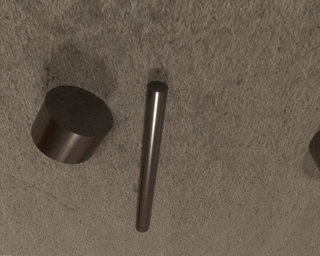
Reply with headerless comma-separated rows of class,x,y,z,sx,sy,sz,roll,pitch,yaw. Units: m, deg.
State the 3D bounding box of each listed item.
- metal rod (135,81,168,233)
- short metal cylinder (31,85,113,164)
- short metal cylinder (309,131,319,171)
metal rod,-0.017,0.064,0.461,0.025,0.025,0.298,4,130,-4
short metal cylinder,-0.103,-0.004,0.366,0.080,0.080,0.050,25,126,-20
short metal cylinder,0.256,0.036,0.426,0.081,0.050,0.079,0,130,0
